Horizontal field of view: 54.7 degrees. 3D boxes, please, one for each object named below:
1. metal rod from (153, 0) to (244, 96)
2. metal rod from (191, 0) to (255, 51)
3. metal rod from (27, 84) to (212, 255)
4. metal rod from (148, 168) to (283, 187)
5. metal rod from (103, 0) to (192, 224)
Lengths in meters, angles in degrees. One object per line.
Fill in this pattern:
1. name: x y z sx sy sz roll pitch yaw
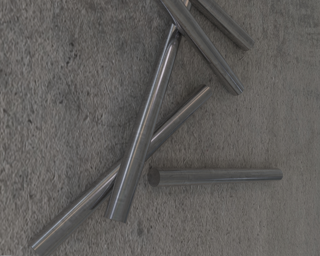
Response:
1. metal rod: 0.043 -0.124 0.402 0.301 0.025 0.025 35 68 -47
2. metal rod: 0.043 -0.196 0.439 0.301 0.025 0.025 26 74 -37
3. metal rod: -0.027 0.033 0.381 0.301 0.025 0.025 -43 116 -31
4. metal rod: 0.108 0.076 0.494 0.302 0.025 0.025 6 86 -40
5. metal rod: -0.008 -0.037 0.377 0.025 0.025 0.299 32 64 -36
